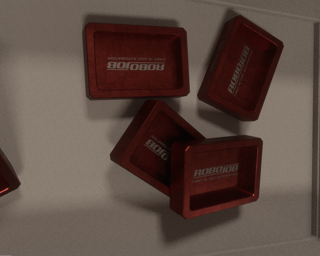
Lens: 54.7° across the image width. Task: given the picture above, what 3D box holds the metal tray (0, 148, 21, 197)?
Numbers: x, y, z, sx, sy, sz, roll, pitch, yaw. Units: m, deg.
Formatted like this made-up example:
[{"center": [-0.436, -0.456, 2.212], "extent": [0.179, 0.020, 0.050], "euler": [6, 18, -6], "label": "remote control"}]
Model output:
[{"center": [-0.194, 0.039, 0.283], "extent": [0.091, 0.129, 0.030], "euler": [-28, 64, -22], "label": "metal tray"}]

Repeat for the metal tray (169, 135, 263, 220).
[{"center": [0.076, 0.059, 0.404], "extent": [0.131, 0.030, 0.089], "euler": [-4, 100, -31], "label": "metal tray"}]

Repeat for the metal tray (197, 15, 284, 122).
[{"center": [0.119, -0.085, 0.453], "extent": [0.090, 0.030, 0.130], "euler": [24, 82, -19], "label": "metal tray"}]

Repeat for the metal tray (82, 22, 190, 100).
[{"center": [-0.029, -0.083, 0.397], "extent": [0.131, 0.030, 0.089], "euler": [-4, 91, -20], "label": "metal tray"}]

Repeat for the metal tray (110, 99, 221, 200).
[{"center": [0.013, 0.035, 0.397], "extent": [0.130, 0.030, 0.090], "euler": [39, 77, -30], "label": "metal tray"}]
